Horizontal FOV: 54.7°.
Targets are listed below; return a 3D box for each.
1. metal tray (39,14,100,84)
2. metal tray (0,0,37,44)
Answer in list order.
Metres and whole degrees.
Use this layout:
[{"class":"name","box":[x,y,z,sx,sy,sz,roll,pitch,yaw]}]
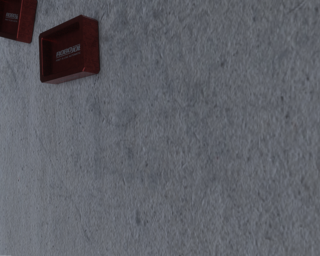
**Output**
[{"class":"metal tray","box":[-0.158,-0.129,0.528,0.130,0.030,0.089,-4,87,39]},{"class":"metal tray","box":[-0.312,-0.234,0.654,0.130,0.030,0.089,21,103,37]}]
